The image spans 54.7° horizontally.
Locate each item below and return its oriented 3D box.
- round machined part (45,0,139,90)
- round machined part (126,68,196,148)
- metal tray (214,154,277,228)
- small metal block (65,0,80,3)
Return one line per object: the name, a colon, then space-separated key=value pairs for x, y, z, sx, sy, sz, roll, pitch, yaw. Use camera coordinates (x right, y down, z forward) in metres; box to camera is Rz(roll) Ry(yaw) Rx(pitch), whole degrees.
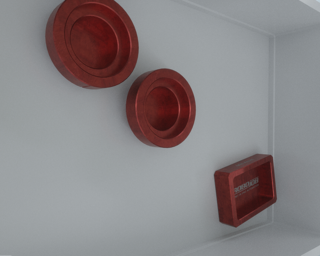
round machined part: x=-0.075 y=-0.090 z=0.334 sx=0.099 sy=0.042 sz=0.097 roll=0 pitch=90 yaw=-40
round machined part: x=-0.003 y=-0.024 z=0.395 sx=0.099 sy=0.042 sz=0.097 roll=0 pitch=90 yaw=-40
metal tray: x=0.151 y=0.103 z=0.532 sx=0.131 sy=0.030 sz=0.089 roll=-13 pitch=99 yaw=-39
small metal block: x=-0.073 y=-0.158 z=0.330 sx=0.050 sy=0.050 sz=0.025 roll=-30 pitch=109 yaw=-36
